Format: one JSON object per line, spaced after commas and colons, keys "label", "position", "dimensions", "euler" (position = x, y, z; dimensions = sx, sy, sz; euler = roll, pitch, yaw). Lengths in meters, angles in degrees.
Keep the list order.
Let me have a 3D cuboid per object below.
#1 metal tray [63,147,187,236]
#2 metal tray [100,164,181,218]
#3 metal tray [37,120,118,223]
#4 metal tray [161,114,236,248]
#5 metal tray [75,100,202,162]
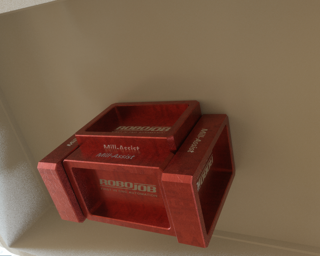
{"label": "metal tray", "position": [-0.039, 0.069, 0.350], "dimensions": [0.130, 0.030, 0.089], "euler": [1, 119, 27]}
{"label": "metal tray", "position": [-0.005, 0.079, 0.414], "dimensions": [0.130, 0.090, 0.030], "euler": [0, 118, 28]}
{"label": "metal tray", "position": [-0.093, 0.050, 0.419], "dimensions": [0.030, 0.131, 0.089], "euler": [1, 119, 28]}
{"label": "metal tray", "position": [0.050, 0.051, 0.343], "dimensions": [0.030, 0.131, 0.089], "euler": [1, 119, 28]}
{"label": "metal tray", "position": [-0.024, 0.000, 0.376], "dimensions": [0.130, 0.090, 0.030], "euler": [1, 119, 28]}
